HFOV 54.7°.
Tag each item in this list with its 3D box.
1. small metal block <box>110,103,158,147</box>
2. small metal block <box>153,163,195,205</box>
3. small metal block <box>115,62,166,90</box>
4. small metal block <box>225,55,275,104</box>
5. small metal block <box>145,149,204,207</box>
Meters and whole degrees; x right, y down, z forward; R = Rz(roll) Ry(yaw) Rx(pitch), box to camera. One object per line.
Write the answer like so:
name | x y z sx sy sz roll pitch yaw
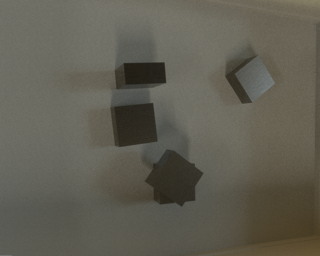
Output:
small metal block | -0.034 -0.004 0.398 0.050 0.025 0.050 -8 93 -20
small metal block | 0.019 0.073 0.418 0.050 0.025 0.050 -1 91 -20
small metal block | -0.026 -0.065 0.388 0.050 0.050 0.025 -5 92 -20
small metal block | 0.134 -0.071 0.459 0.050 0.025 0.050 -39 103 -16
small metal block | 0.018 0.062 0.391 0.050 0.025 0.050 38 78 -16
